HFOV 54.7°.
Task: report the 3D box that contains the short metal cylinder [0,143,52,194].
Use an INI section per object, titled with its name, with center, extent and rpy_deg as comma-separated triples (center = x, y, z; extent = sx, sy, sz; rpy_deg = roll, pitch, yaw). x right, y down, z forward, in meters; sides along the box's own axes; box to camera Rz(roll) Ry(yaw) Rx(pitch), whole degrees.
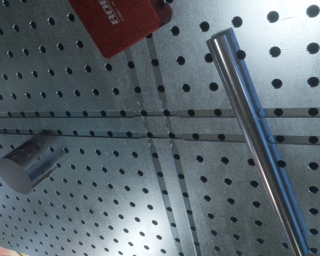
[short metal cylinder]
center = -0.250, 0.075, 0.574
extent = 0.080, 0.050, 0.079
rpy_deg = 13, 124, 21

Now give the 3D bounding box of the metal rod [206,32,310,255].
[metal rod]
center = 0.122, 0.033, 0.366
extent = 0.025, 0.025, 0.299
rpy_deg = -14, 112, 34

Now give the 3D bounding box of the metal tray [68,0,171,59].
[metal tray]
center = -0.058, -0.154, 0.343
extent = 0.090, 0.030, 0.130
rpy_deg = -21, 107, 36
